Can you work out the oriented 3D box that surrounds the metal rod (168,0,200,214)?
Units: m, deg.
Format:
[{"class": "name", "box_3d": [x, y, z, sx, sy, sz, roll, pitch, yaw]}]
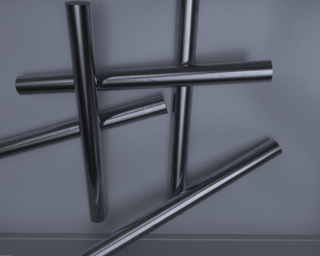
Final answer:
[{"class": "metal rod", "box_3d": [0.028, -0.018, 0.405, 0.025, 0.025, 0.298, 2, 110, -1]}]

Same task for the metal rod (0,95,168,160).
[{"class": "metal rod", "box_3d": [-0.138, 0.009, 0.412, 0.301, 0.025, 0.025, -15, 110, 5]}]

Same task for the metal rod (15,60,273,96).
[{"class": "metal rod", "box_3d": [-0.025, -0.059, 0.369, 0.302, 0.025, 0.025, -2, 110, 8]}]

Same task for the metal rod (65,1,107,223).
[{"class": "metal rod", "box_3d": [-0.086, 0.004, 0.383, 0.025, 0.025, 0.298, 2, 121, -1]}]

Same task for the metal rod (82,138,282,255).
[{"class": "metal rod", "box_3d": [0.030, 0.102, 0.422, 0.301, 0.025, 0.025, -31, 108, -1]}]
